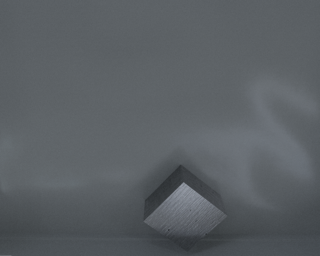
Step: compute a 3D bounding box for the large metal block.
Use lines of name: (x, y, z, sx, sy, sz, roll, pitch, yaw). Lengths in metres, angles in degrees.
large metal block: (0.034, 0.114, 0.440, 0.080, 0.050, 0.080, 39, 105, -14)
